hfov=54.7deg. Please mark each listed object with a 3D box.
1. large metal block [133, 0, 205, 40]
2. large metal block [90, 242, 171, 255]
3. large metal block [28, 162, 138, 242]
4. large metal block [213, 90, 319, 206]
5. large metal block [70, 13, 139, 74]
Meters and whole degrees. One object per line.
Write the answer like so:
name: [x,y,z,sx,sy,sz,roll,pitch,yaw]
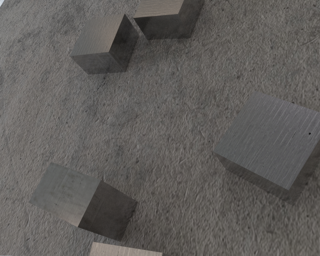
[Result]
large metal block: [0.016,-0.191,0.497,0.080,0.050,0.080,8,65,31]
large metal block: [-0.030,0.163,0.304,0.080,0.050,0.080,-3,61,27]
large metal block: [-0.086,0.086,0.361,0.080,0.080,0.050,12,68,33]
large metal block: [0.116,0.018,0.316,0.080,0.050,0.080,28,77,37]
large metal block: [-0.092,-0.139,0.522,0.080,0.050,0.080,2,63,29]
